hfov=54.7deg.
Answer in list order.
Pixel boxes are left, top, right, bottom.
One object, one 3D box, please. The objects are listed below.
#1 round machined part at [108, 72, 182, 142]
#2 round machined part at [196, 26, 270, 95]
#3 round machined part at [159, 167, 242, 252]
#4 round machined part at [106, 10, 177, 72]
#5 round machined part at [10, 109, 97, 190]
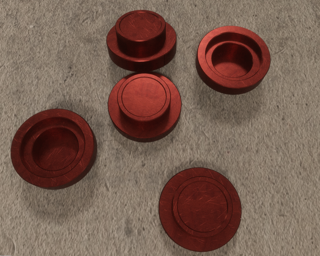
[{"bbox_3d":[-0.020,-0.033,0.411,0.099,0.042,0.098,0,70,-1],"label":"round machined part"},{"bbox_3d":[0.099,-0.090,0.433,0.099,0.042,0.098,0,70,-1],"label":"round machined part"},{"bbox_3d":[0.048,0.094,0.365,0.099,0.042,0.098,0,70,-1],"label":"round machined part"},{"bbox_3d":[-0.026,-0.127,0.433,0.099,0.042,0.098,0,55,1],"label":"round machined part"},{"bbox_3d":[-0.128,0.028,0.387,0.099,0.042,0.098,0,70,-1],"label":"round machined part"}]
